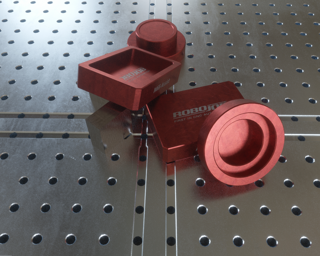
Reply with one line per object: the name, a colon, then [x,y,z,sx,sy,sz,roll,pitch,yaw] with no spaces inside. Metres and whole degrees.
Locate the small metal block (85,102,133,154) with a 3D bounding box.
small metal block: [-0.063,-0.003,0.393,0.025,0.050,0.050,33,57,25]

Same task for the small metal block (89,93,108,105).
small metal block: [-0.068,-0.057,0.455,0.050,0.025,0.050,25,54,20]

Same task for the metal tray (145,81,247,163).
metal tray: [0.054,-0.012,0.415,0.131,0.030,0.090,-13,51,-11]

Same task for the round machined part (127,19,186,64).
round machined part: [-0.006,-0.147,0.520,0.099,0.042,0.098,0,50,0]

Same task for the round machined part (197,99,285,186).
round machined part: [0.089,0.014,0.359,0.099,0.097,0.042,-13,20,-11]

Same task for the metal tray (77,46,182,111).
metal tray: [-0.037,-0.074,0.424,0.090,0.030,0.131,23,33,17]
